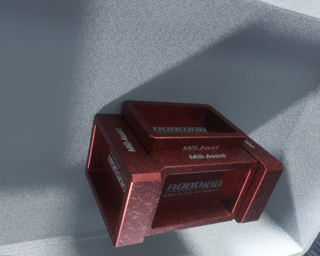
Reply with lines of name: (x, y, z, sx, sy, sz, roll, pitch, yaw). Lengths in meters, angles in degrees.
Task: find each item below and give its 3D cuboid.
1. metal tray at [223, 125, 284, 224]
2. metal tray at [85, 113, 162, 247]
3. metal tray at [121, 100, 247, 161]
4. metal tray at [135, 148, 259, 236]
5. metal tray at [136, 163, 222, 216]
metal tray: (0.096, 0.052, 0.422, 0.030, 0.130, 0.089, 1, 119, -29)
metal tray: (-0.048, 0.051, 0.344, 0.030, 0.130, 0.089, 0, 119, -29)
metal tray: (0.027, 0.001, 0.378, 0.131, 0.090, 0.030, 0, 119, -28)
metal tray: (0.041, 0.070, 0.352, 0.131, 0.030, 0.089, 1, 118, -29)
metal tray: (0.006, 0.079, 0.415, 0.131, 0.090, 0.030, 0, 118, -29)
